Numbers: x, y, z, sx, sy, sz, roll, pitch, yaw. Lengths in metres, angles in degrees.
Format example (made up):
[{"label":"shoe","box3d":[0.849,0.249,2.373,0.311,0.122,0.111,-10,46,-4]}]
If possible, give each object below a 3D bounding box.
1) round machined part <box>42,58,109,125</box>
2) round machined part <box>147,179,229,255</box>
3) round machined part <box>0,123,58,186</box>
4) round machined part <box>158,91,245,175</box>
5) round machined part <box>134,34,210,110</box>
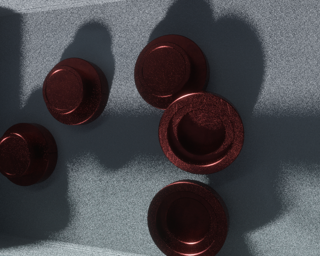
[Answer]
[{"label":"round machined part","box3d":[-0.127,-0.053,0.445,0.098,0.042,0.097,0,90,19]},{"label":"round machined part","box3d":[0.037,0.113,0.388,0.098,0.042,0.097,0,90,19]},{"label":"round machined part","box3d":[-0.211,0.041,0.474,0.098,0.042,0.097,0,90,19]},{"label":"round machined part","box3d":[0.050,0.003,0.375,0.098,0.042,0.097,3,104,11]},{"label":"round machined part","box3d":[0.011,-0.072,0.397,0.098,0.042,0.097,0,90,19]}]
